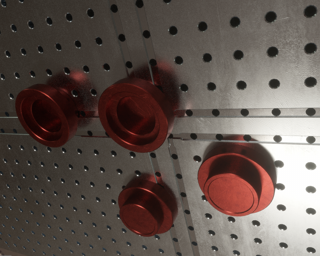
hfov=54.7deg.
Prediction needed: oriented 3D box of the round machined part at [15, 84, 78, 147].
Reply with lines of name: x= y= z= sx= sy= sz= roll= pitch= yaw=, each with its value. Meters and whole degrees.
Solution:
round machined part: x=-0.166 y=-0.022 z=0.471 sx=0.098 sy=0.042 sz=0.097 roll=13 pitch=124 yaw=20

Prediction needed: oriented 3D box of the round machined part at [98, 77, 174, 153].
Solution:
round machined part: x=-0.027 y=-0.020 z=0.401 sx=0.098 sy=0.042 sz=0.097 roll=13 pitch=124 yaw=20

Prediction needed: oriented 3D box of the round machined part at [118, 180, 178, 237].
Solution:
round machined part: x=-0.025 y=0.134 z=0.495 sx=0.098 sy=0.042 sz=0.097 roll=13 pitch=124 yaw=20

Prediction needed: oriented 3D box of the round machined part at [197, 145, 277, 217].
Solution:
round machined part: x=0.095 y=0.073 z=0.395 sx=0.098 sy=0.042 sz=0.097 roll=13 pitch=124 yaw=20
